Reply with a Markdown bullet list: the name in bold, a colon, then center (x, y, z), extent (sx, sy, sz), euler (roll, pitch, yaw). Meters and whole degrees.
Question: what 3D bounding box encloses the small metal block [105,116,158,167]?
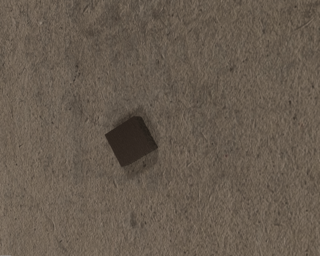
- **small metal block**: center (-0.039, 0.018, 0.422), extent (0.050, 0.025, 0.050), euler (-32, 80, 17)
